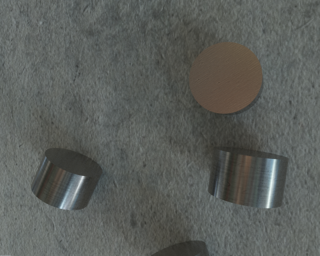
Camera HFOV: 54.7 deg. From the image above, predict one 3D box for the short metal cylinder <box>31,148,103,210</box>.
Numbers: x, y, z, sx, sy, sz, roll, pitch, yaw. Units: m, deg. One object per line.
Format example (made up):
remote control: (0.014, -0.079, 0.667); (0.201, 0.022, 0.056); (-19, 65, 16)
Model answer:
short metal cylinder: (-0.126, 0.068, 0.423); (0.080, 0.080, 0.050); (28, 99, 17)

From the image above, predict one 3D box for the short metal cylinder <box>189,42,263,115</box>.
short metal cylinder: (0.080, -0.056, 0.367); (0.080, 0.050, 0.079); (0, 90, 19)

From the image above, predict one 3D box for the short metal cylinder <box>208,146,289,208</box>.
short metal cylinder: (0.097, 0.052, 0.345); (0.080, 0.080, 0.050); (8, 93, 19)

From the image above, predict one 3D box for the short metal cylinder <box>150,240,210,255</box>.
short metal cylinder: (0.025, 0.175, 0.370); (0.080, 0.080, 0.050); (-20, 83, 18)
